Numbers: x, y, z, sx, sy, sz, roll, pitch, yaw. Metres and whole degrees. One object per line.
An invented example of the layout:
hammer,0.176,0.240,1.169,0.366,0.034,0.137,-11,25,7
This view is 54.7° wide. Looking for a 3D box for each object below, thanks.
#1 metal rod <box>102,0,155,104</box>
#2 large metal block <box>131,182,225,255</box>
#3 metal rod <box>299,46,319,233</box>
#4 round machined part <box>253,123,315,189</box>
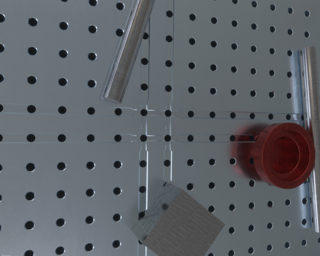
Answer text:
metal rod,-0.016,-0.177,0.406,0.025,0.025,0.299,19,83,-19
large metal block,0.023,0.131,0.409,0.080,0.050,0.080,42,77,-16
metal rod,0.251,0.020,0.505,0.025,0.025,0.298,-6,92,-20
round machined part,0.183,0.040,0.471,0.099,0.042,0.097,0,90,-20
